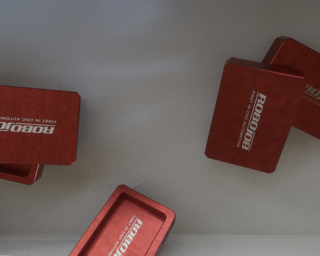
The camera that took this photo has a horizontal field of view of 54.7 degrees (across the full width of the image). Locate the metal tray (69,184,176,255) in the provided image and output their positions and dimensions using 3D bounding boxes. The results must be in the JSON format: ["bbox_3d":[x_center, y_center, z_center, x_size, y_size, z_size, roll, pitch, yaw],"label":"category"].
[{"bbox_3d":[-0.048,0.148,0.400,0.090,0.130,0.030,25,147,16],"label":"metal tray"}]

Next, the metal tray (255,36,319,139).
[{"bbox_3d":[0.185,-0.047,0.393,0.131,0.030,0.089,25,108,-9],"label":"metal tray"}]

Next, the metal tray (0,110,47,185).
[{"bbox_3d":[-0.213,0.013,0.398,0.131,0.030,0.089,15,93,-6],"label":"metal tray"}]

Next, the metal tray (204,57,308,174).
[{"bbox_3d":[0.113,-0.013,0.382,0.090,0.030,0.129,14,119,11],"label":"metal tray"}]

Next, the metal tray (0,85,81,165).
[{"bbox_3d":[-0.166,-0.003,0.374,0.131,0.030,0.090,4,85,-13],"label":"metal tray"}]
